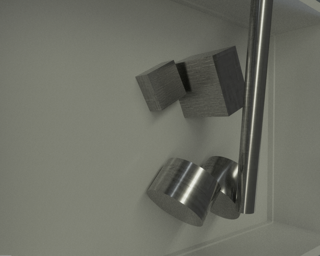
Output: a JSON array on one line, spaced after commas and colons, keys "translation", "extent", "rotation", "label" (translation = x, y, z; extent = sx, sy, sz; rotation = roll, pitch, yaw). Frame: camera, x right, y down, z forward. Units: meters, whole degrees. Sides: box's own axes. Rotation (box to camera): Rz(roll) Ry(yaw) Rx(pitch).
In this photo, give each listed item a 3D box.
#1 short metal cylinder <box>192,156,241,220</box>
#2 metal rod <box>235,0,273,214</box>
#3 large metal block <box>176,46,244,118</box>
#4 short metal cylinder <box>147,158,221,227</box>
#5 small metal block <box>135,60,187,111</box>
[{"translation": [0.090, 0.086, 0.449], "extent": [0.050, 0.080, 0.080], "rotation": [-49, 120, -29], "label": "short metal cylinder"}, {"translation": [0.115, -0.042, 0.375], "extent": [0.025, 0.025, 0.298], "rotation": [-5, 101, -40], "label": "metal rod"}, {"translation": [0.067, -0.061, 0.429], "extent": [0.050, 0.080, 0.080], "rotation": [-30, 109, -36], "label": "large metal block"}, {"translation": [0.031, 0.083, 0.399], "extent": [0.080, 0.080, 0.050], "rotation": [50, 61, -29], "label": "short metal cylinder"}, {"translation": [0.002, -0.056, 0.410], "extent": [0.050, 0.025, 0.050], "rotation": [-36, 112, -34], "label": "small metal block"}]
